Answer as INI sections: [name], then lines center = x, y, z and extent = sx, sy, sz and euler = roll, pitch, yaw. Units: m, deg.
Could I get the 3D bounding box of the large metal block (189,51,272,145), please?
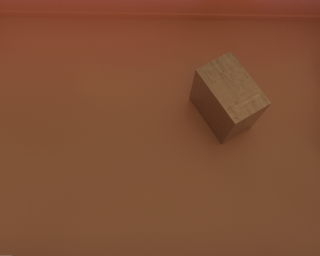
[large metal block]
center = 0.084, -0.035, 0.394
extent = 0.050, 0.080, 0.080
euler = -29, 73, -10
